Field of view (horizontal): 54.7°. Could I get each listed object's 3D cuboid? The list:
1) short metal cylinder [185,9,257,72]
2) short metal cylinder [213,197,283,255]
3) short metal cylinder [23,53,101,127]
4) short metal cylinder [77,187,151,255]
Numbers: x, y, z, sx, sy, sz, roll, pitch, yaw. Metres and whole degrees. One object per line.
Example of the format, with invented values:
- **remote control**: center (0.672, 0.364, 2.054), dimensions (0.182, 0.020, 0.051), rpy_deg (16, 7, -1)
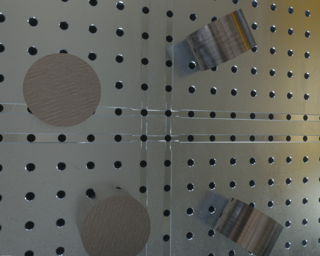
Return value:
- **short metal cylinder**: center (0.081, -0.116, 0.413), dimensions (0.080, 0.080, 0.050), rpy_deg (-30, 100, -18)
- **short metal cylinder**: center (0.120, 0.139, 0.428), dimensions (0.080, 0.080, 0.050), rpy_deg (35, 79, -17)
- **short metal cylinder**: center (-0.113, -0.041, 0.358), dimensions (0.081, 0.050, 0.079), rpy_deg (0, 90, -20)
- **short metal cylinder**: center (-0.058, 0.117, 0.378), dimensions (0.081, 0.050, 0.079), rpy_deg (0, 90, -20)
